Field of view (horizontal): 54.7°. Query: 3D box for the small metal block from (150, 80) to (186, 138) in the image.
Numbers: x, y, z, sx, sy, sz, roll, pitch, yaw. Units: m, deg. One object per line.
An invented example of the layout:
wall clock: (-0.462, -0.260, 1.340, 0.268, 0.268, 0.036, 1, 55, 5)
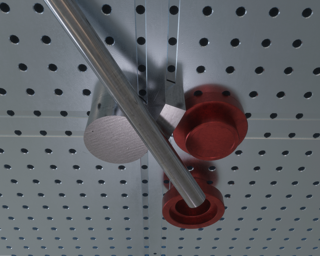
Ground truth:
small metal block: (0.008, -0.022, 0.377, 0.025, 0.050, 0.050, 18, 128, -15)

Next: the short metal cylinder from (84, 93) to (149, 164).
short metal cylinder: (-0.052, 0.000, 0.395, 0.081, 0.050, 0.079, -1, 130, 0)

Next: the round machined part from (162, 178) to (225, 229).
round machined part: (0.053, 0.119, 0.502, 0.099, 0.042, 0.097, 0, 130, 0)

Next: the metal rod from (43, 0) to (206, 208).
metal rod: (-0.033, -0.028, 0.337, 0.025, 0.025, 0.299, -27, 110, 20)

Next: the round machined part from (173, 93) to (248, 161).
round machined part: (0.066, 0.005, 0.406, 0.099, 0.042, 0.097, 0, 130, 0)
